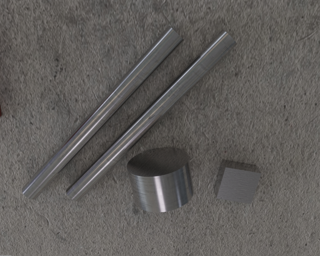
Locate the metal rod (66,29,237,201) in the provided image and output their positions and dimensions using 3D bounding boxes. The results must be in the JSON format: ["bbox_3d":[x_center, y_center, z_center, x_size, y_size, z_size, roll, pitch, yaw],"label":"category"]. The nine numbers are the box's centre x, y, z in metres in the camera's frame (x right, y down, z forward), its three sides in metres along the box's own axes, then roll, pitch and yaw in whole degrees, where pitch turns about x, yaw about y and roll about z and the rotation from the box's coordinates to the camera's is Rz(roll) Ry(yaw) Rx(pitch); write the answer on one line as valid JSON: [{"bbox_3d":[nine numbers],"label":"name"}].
[{"bbox_3d":[-0.020,-0.007,0.406,0.025,0.025,0.299,42,105,-14],"label":"metal rod"}]

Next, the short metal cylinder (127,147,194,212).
[{"bbox_3d":[0.001,0.065,0.404,0.080,0.080,0.050,-9,110,3],"label":"short metal cylinder"}]

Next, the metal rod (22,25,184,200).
[{"bbox_3d":[-0.083,-0.011,0.404,0.025,0.025,0.299,41,105,-14],"label":"metal rod"}]

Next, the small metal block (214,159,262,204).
[{"bbox_3d":[0.108,0.076,0.439,0.050,0.025,0.050,10,110,-4],"label":"small metal block"}]
